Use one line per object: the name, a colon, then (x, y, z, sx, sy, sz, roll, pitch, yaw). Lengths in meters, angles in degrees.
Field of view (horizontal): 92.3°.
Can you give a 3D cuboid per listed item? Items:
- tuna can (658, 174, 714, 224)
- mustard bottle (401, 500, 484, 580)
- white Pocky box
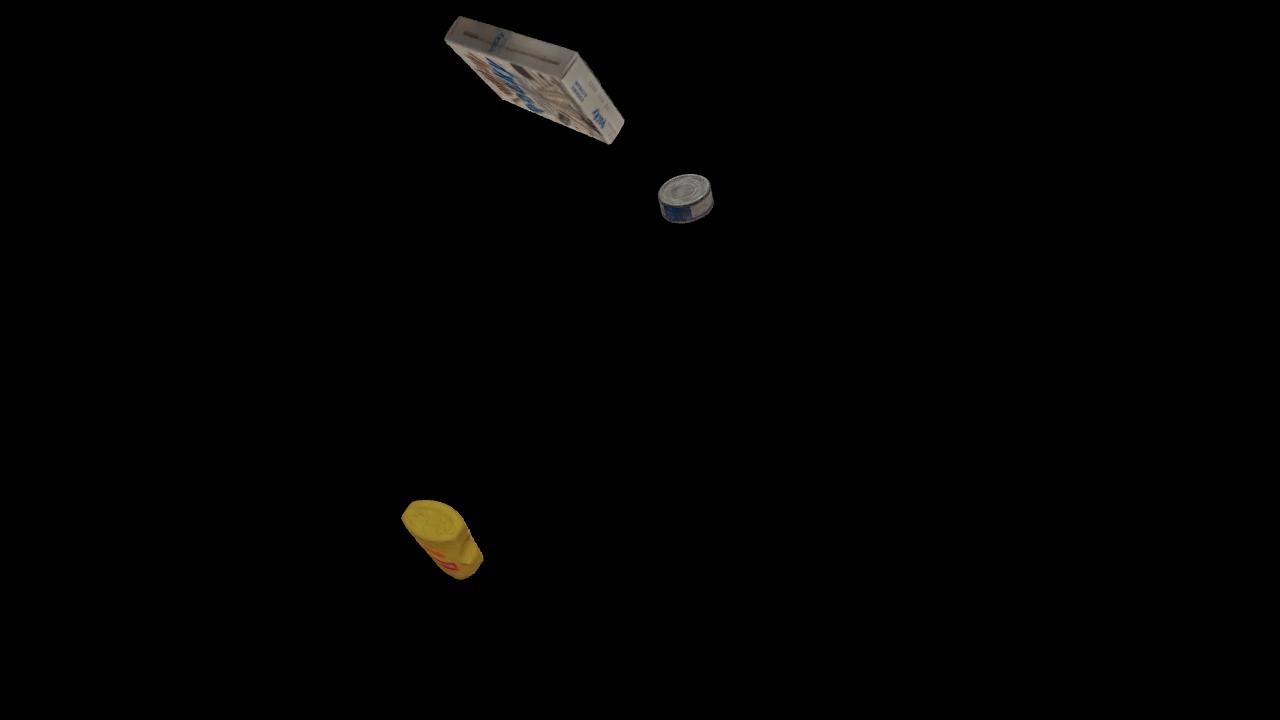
tuna can: (0.070, -0.251, 0.950, 0.084, 0.084, 0.034, 0, -39, 17)
mustard bottle: (-0.269, 0.268, 0.879, 0.092, 0.054, 0.184, 12, -38, 13)
white Pocky box: (-0.089, -0.237, 0.519, 0.154, 0.028, 0.084, 33, 0, 31)
